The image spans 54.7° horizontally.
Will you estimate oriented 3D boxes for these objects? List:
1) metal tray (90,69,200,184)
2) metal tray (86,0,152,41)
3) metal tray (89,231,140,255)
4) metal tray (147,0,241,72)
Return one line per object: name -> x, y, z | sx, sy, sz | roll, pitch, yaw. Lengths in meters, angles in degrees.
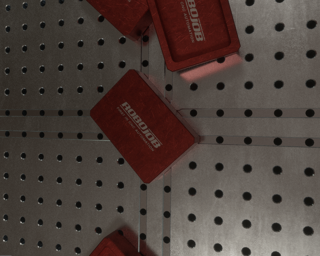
metal tray -> -0.022, -0.003, 0.417 | 0.090, 0.030, 0.130 | -44, 77, 14
metal tray -> -0.055, -0.197, 0.428 | 0.130, 0.030, 0.090 | 45, 103, 14
metal tray -> -0.075, 0.223, 0.435 | 0.090, 0.030, 0.130 | 42, 103, 15
metal tray -> 0.036, -0.143, 0.376 | 0.090, 0.030, 0.129 | -16, 97, 11
